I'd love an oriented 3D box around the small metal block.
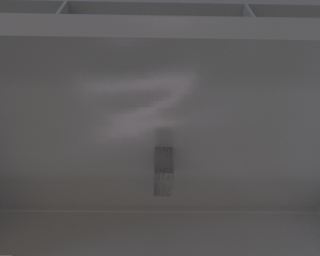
[{"bbox_3d":[0.005,0.063,0.446,0.025,0.050,0.050,2,130,-2],"label":"small metal block"}]
